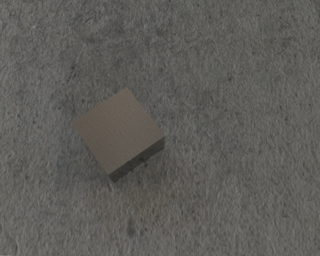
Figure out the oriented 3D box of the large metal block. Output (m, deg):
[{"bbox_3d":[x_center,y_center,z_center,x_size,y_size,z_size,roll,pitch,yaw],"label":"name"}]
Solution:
[{"bbox_3d":[-0.050,0.009,0.391,0.080,0.050,0.080,-34,74,-12],"label":"large metal block"}]
